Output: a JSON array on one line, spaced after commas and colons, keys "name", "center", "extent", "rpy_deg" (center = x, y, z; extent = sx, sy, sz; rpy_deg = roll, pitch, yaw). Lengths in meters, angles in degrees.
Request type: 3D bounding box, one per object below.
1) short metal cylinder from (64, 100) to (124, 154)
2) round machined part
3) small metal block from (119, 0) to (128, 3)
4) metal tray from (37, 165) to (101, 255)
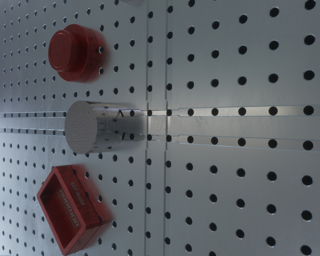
[{"name": "short metal cylinder", "center": [-0.102, -0.001, 0.478], "extent": [0.080, 0.050, 0.079], "rpy_deg": [0, 90, 40]}, {"name": "round machined part", "center": [-0.152, -0.127, 0.524], "extent": [0.098, 0.042, 0.097], "rpy_deg": [0, 90, 40]}, {"name": "small metal block", "center": [-0.054, -0.223, 0.454], "extent": [0.050, 0.025, 0.050], "rpy_deg": [-40, 66, 32]}, {"name": "metal tray", "center": [-0.163, 0.141, 0.540], "extent": [0.090, 0.030, 0.130], "rpy_deg": [-52, 60, 27]}]
